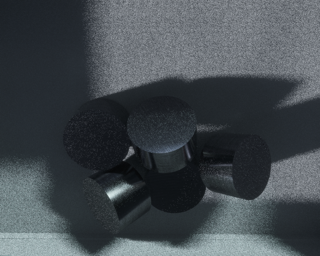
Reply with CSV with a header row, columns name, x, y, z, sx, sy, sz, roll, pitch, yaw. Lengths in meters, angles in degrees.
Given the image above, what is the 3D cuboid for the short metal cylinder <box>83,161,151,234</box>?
name,x,y,z,sx,sy,sz,roll,pitch,yaw
short metal cylinder,-0.057,0.089,0.405,0.050,0.080,0.079,-27,115,-36

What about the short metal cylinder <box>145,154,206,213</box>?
name,x,y,z,sx,sy,sz,roll,pitch,yaw
short metal cylinder,0.019,0.067,0.421,0.081,0.050,0.079,0,110,-1

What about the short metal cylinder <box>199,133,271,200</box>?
name,x,y,z,sx,sy,sz,roll,pitch,yaw
short metal cylinder,0.096,0.047,0.393,0.081,0.050,0.079,-2,93,-39

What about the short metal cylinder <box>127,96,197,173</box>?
name,x,y,z,sx,sy,sz,roll,pitch,yaw
short metal cylinder,0.004,0.008,0.375,0.080,0.080,0.050,-8,146,2

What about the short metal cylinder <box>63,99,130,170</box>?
name,x,y,z,sx,sy,sz,roll,pitch,yaw
short metal cylinder,-0.077,0.007,0.397,0.081,0.050,0.079,0,110,-1
